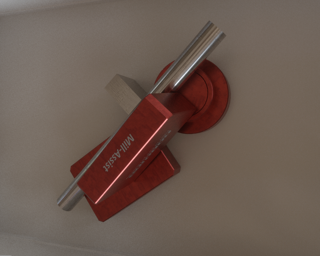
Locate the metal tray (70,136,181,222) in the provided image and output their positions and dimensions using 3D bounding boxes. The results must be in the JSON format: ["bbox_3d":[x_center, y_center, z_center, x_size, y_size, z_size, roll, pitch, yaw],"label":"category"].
[{"bbox_3d":[-0.049,0.056,0.423,0.130,0.030,0.090,-36,79,16],"label":"metal tray"}]

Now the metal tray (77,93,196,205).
[{"bbox_3d":[-0.023,0.019,0.341,0.030,0.090,0.129,44,110,11],"label":"metal tray"}]

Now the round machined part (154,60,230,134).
[{"bbox_3d":[0.036,-0.041,0.386,0.098,0.042,0.097,0,90,19],"label":"round machined part"}]

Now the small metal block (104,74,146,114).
[{"bbox_3d":[-0.037,-0.042,0.408,0.025,0.050,0.050,-46,76,14],"label":"small metal block"}]

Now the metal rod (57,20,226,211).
[{"bbox_3d":[-0.034,-0.002,0.378,0.025,0.025,0.299,47,108,14],"label":"metal rod"}]
